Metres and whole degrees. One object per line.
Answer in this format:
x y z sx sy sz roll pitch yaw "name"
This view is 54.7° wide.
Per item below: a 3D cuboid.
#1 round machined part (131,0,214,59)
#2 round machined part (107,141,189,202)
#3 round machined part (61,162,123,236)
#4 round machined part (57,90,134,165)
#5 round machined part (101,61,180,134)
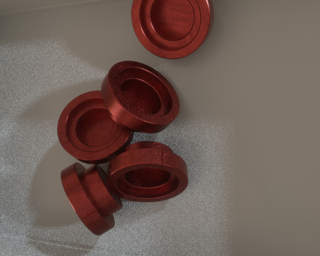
0.018 -0.138 0.382 0.098 0.042 0.097 9 119 18 "round machined part"
-0.015 0.052 0.387 0.098 0.098 0.042 -19 48 19 "round machined part"
-0.084 0.086 0.405 0.042 0.098 0.098 -31 79 -5 "round machined part"
-0.082 0.002 0.418 0.099 0.042 0.098 -2 68 5 "round machined part"
-0.028 -0.034 0.387 0.098 0.099 0.042 54 132 12 "round machined part"
